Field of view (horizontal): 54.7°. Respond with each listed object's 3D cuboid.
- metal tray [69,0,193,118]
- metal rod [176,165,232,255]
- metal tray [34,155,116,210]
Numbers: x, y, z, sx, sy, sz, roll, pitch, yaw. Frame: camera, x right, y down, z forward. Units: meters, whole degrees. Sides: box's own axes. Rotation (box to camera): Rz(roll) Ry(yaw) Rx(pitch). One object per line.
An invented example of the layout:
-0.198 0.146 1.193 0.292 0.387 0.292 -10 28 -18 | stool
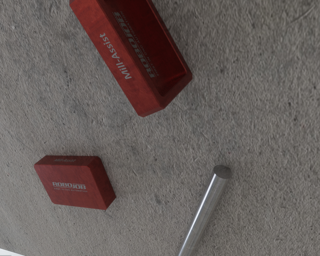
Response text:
-0.022 -0.087 0.322 0.030 0.090 0.130 -21 107 36 | metal tray
0.051 0.173 0.486 0.025 0.025 0.298 24 127 13 | metal rod
-0.149 0.094 0.540 0.130 0.030 0.089 -2 118 29 | metal tray
